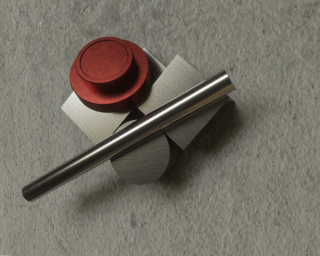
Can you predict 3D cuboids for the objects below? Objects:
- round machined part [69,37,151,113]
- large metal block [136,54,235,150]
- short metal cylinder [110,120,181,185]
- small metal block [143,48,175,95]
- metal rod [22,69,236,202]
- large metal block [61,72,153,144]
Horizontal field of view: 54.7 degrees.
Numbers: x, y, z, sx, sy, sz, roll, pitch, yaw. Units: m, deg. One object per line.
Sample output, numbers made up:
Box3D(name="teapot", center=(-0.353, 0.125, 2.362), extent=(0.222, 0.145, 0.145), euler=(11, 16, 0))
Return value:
Box3D(name="round machined part", center=(-0.062, -0.071, 0.375), extent=(0.099, 0.042, 0.098), euler=(-3, 64, 6))
Box3D(name="large metal block", center=(0.032, -0.031, 0.385), extent=(0.080, 0.050, 0.080), euler=(43, 103, 14))
Box3D(name="short metal cylinder", center=(-0.018, 0.029, 0.402), extent=(0.080, 0.050, 0.079), euler=(0, 90, 19))
Box3D(name="small metal block", center=(-0.015, -0.069, 0.414), extent=(0.050, 0.025, 0.050), euler=(44, 103, 14))
Box3D(name="metal rod", center=(-0.050, 0.018, 0.374), extent=(0.300, 0.025, 0.025), euler=(-29, 81, 17))
Box3D(name="large metal block", center=(-0.071, -0.029, 0.420), extent=(0.080, 0.050, 0.080), euler=(44, 103, 14))
